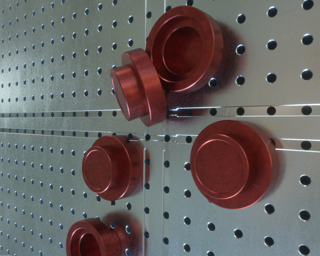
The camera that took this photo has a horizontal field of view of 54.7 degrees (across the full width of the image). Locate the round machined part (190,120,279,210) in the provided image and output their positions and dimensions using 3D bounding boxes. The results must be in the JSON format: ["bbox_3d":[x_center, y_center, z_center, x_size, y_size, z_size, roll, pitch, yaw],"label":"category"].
[{"bbox_3d":[0.073,0.040,0.337,0.098,0.042,0.097,0,90,39],"label":"round machined part"}]

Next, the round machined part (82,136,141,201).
[{"bbox_3d":[-0.079,0.060,0.461,0.098,0.042,0.097,0,90,39],"label":"round machined part"}]

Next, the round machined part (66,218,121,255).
[{"bbox_3d":[-0.098,0.187,0.477,0.098,0.042,0.097,0,90,39],"label":"round machined part"}]

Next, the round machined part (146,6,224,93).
[{"bbox_3d":[0.032,-0.090,0.370,0.098,0.042,0.097,0,90,39],"label":"round machined part"}]

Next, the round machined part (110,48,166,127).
[{"bbox_3d":[-0.031,-0.047,0.388,0.098,0.042,0.098,160,90,-76],"label":"round machined part"}]
